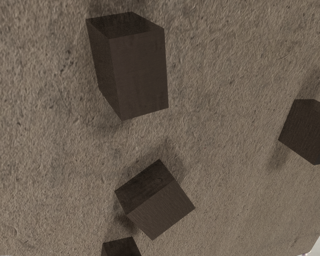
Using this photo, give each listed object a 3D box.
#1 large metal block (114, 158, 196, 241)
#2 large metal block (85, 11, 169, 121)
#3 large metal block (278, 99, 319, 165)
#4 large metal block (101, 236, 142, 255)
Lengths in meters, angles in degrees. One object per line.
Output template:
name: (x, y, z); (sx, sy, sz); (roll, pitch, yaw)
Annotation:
large metal block: (-0.006, 0.106, 0.455); (0.080, 0.050, 0.080); (-36, 130, -5)
large metal block: (-0.033, -0.066, 0.314); (0.050, 0.080, 0.079); (-17, 126, -19)
large metal block: (0.258, 0.004, 0.518); (0.050, 0.080, 0.079); (-3, 120, -27)
large metal block: (-0.058, 0.234, 0.486); (0.050, 0.080, 0.079); (-3, 120, -27)
